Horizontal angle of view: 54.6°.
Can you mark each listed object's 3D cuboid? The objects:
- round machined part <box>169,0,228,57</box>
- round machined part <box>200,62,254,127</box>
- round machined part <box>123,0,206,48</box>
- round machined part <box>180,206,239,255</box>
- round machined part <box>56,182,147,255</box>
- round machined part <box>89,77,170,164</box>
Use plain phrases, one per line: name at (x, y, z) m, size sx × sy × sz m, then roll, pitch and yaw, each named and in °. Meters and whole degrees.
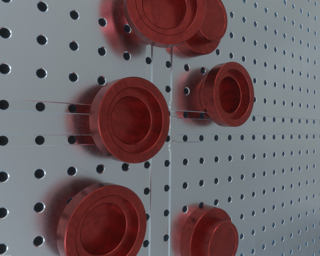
round machined part at (0.060, -0.155, 0.446) m, size 0.099 × 0.042 × 0.097 m, roll 0°, pitch 90°, yaw -40°
round machined part at (0.100, -0.050, 0.480) m, size 0.099 × 0.042 × 0.097 m, roll 0°, pitch 90°, yaw -40°
round machined part at (0.003, -0.148, 0.384) m, size 0.099 × 0.042 × 0.097 m, roll -1°, pitch 92°, yaw -16°
round machined part at (0.080, 0.169, 0.465) m, size 0.099 × 0.042 × 0.097 m, roll 0°, pitch 90°, yaw -40°
round machined part at (-0.066, 0.109, 0.342) m, size 0.099 × 0.042 × 0.097 m, roll 0°, pitch 90°, yaw -40°
round machined part at (-0.039, -0.009, 0.365) m, size 0.099 × 0.042 × 0.097 m, roll 0°, pitch 90°, yaw -40°
